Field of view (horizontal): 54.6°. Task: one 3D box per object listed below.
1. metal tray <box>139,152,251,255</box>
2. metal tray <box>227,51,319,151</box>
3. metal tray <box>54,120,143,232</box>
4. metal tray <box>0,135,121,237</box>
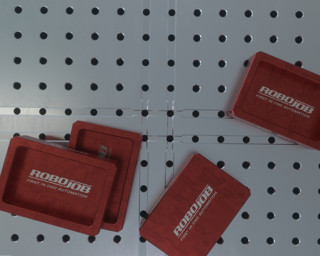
[{"bbox_3d":[0.045,0.108,0.411,0.090,0.030,0.130,36,90,0],"label":"metal tray"},{"bbox_3d":[0.168,-0.035,0.411,0.130,0.030,0.090,22,90,0],"label":"metal tray"},{"bbox_3d":[-0.080,0.062,0.410,0.090,0.030,0.129,12,90,0],"label":"metal tray"},{"bbox_3d":[-0.124,0.069,0.379,0.131,0.030,0.090,16,90,0],"label":"metal tray"}]
